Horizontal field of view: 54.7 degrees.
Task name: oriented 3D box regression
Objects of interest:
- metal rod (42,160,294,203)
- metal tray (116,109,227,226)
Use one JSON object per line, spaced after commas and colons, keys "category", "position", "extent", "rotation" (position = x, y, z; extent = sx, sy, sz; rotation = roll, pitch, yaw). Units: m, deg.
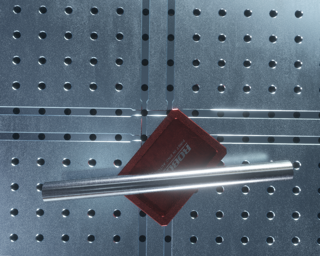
{"category": "metal rod", "position": [0.010, 0.066, 0.382], "extent": [0.302, 0.025, 0.025], "rotation": [-5, 90, 0]}
{"category": "metal tray", "position": [0.012, 0.050, 0.410], "extent": [0.090, 0.030, 0.130], "rotation": [40, 90, 0]}
